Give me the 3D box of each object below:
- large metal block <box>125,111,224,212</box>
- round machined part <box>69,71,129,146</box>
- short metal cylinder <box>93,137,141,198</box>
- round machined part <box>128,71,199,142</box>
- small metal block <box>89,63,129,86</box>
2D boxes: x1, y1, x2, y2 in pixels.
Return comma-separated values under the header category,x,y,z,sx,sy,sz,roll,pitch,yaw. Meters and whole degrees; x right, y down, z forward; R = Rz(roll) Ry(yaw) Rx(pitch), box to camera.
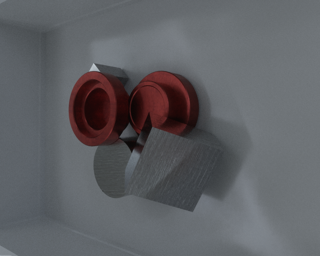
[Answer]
category,x,y,z,sx,sy,sz,roll,pitch,yaw
large metal block,0.012,0.038,0.348,0.050,0.080,0.079,-106,37,-68
round machined part,-0.076,-0.025,0.416,0.098,0.042,0.097,0,90,39
short metal cylinder,-0.045,0.051,0.424,0.080,0.050,0.079,0,90,39
round machined part,-0.003,-0.024,0.392,0.098,0.042,0.097,0,90,39
small metal block,-0.082,-0.064,0.453,0.025,0.050,0.050,52,120,27
